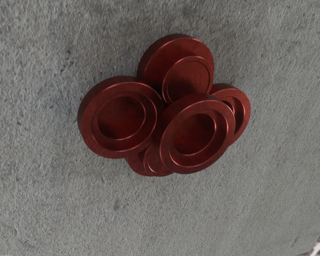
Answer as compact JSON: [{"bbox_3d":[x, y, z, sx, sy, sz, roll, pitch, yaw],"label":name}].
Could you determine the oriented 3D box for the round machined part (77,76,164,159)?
[{"bbox_3d":[-0.048,-0.016,0.363,0.099,0.042,0.097,-14,125,-21],"label":"round machined part"}]

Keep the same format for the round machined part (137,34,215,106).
[{"bbox_3d":[0.025,-0.060,0.375,0.099,0.042,0.097,-14,125,-21],"label":"round machined part"}]

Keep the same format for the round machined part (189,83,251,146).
[{"bbox_3d":[0.073,-0.017,0.428,0.099,0.042,0.097,-14,125,-21],"label":"round machined part"}]

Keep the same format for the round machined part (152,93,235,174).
[{"bbox_3d":[0.036,0.003,0.365,0.099,0.042,0.097,-14,125,-21],"label":"round machined part"}]

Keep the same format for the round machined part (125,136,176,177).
[{"bbox_3d":[0.002,0.026,0.416,0.099,0.042,0.097,-14,125,-21],"label":"round machined part"}]
